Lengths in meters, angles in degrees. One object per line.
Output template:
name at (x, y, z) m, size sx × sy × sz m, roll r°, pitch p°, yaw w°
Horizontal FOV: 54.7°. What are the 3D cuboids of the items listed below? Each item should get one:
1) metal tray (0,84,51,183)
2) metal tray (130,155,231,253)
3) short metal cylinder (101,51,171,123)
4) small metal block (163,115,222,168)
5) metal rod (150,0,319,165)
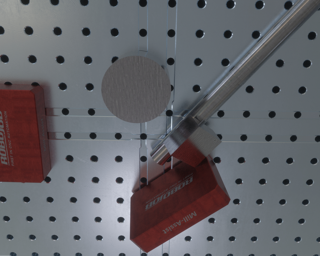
metal tray at (-0.201, 0.008, 0.412) m, size 0.091 × 0.030 × 0.129 m, roll 2°, pitch 110°, yaw -1°
metal tray at (0.020, 0.094, 0.412) m, size 0.130 × 0.090 × 0.030 m, roll -35°, pitch 114°, yaw 12°
short metal cylinder at (-0.027, -0.052, 0.381) m, size 0.081 × 0.050 × 0.079 m, roll 0°, pitch 110°, yaw 0°
small metal block at (0.042, 0.018, 0.396) m, size 0.050 × 0.025 × 0.050 m, roll -47°, pitch 132°, yaw 15°
metal rod at (0.095, -0.062, 0.391) m, size 0.025 × 0.025 × 0.299 m, roll 40°, pitch 105°, yaw -14°
